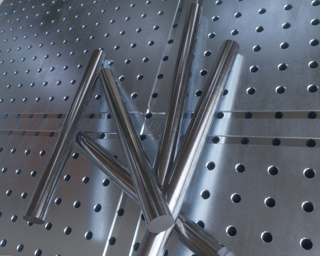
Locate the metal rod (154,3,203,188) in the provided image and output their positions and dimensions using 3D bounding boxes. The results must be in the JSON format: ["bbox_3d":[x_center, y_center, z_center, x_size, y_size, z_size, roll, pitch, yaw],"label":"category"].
[{"bbox_3d":[0.028,-0.060,0.420,0.025,0.025,0.300,-3,57,26],"label":"metal rod"}]

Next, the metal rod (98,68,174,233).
[{"bbox_3d":[-0.044,0.000,0.394,0.025,0.025,0.300,-34,40,6],"label":"metal rod"}]

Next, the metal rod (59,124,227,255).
[{"bbox_3d":[-0.045,0.063,0.391,0.300,0.025,0.025,32,79,37],"label":"metal rod"}]

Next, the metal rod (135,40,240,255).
[{"bbox_3d":[0.041,0.010,0.359,0.025,0.025,0.300,7,59,31],"label":"metal rod"}]

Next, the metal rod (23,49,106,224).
[{"bbox_3d":[-0.125,-0.011,0.448,0.025,0.025,0.300,-9,48,23],"label":"metal rod"}]
